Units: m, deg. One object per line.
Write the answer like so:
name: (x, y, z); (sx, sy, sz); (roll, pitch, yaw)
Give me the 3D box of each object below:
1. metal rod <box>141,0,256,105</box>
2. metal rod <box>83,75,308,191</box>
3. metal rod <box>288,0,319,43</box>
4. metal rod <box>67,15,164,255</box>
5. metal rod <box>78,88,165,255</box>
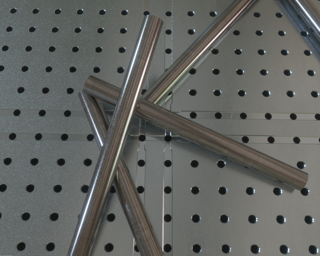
metal rod: (0.078, -0.140, 0.463); (0.025, 0.025, 0.301); (39, 74, 12)
metal rod: (0.043, 0.005, 0.397); (0.301, 0.025, 0.025); (25, 72, 3)
metal rod: (0.263, -0.113, 0.456); (0.025, 0.025, 0.299); (-24, 72, -9)
metal rod: (-0.051, 0.007, 0.372); (0.025, 0.025, 0.299); (17, 84, 5)
metal rod: (-0.040, 0.079, 0.382); (0.025, 0.025, 0.299); (-23, 72, -8)
